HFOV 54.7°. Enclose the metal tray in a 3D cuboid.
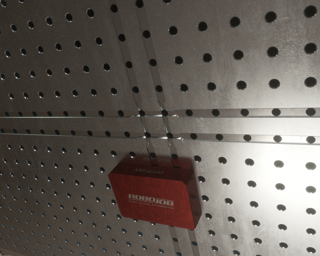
[{"bbox_3d":[-0.008,0.103,0.474,0.130,0.030,0.089,2,119,27],"label":"metal tray"}]
